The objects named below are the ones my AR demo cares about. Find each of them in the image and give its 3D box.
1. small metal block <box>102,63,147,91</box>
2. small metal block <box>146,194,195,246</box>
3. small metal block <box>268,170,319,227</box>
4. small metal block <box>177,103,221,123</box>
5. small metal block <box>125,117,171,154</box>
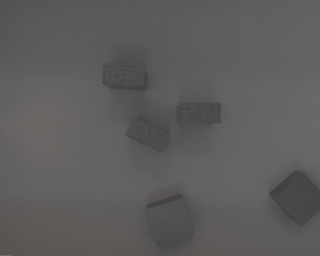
[{"bbox_3d":[-0.044,-0.065,0.398,0.050,0.050,0.025,3,90,0],"label":"small metal block"},{"bbox_3d":[0.013,0.121,0.411,0.050,0.025,0.050,-18,90,0],"label":"small metal block"},{"bbox_3d":[0.184,0.093,0.413,0.050,0.025,0.050,-43,90,0],"label":"small metal block"},{"bbox_3d":[0.049,-0.018,0.399,0.050,0.050,0.025,0,90,0],"label":"small metal block"},{"bbox_3d":[-0.015,0.008,0.399,0.050,0.050,0.025,27,90,0],"label":"small metal block"}]
